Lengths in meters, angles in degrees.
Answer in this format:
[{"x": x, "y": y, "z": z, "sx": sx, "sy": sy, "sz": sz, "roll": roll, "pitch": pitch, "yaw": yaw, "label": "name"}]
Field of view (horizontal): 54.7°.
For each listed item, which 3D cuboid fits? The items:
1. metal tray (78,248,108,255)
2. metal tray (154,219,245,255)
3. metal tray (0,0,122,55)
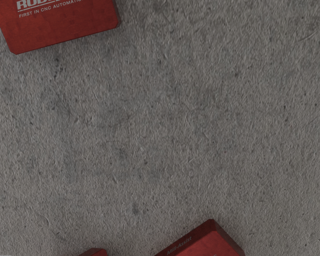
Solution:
[{"x": -0.123, "y": 0.238, "z": 0.431, "sx": 0.030, "sy": 0.131, "sz": 0.090, "roll": -17, "pitch": 89, "yaw": 42, "label": "metal tray"}, {"x": 0.058, "y": 0.212, "z": 0.486, "sx": 0.130, "sy": 0.030, "sz": 0.090, "roll": -38, "pitch": 106, "yaw": 12, "label": "metal tray"}, {"x": -0.120, "y": -0.144, "z": 0.353, "sx": 0.131, "sy": 0.030, "sz": 0.089, "roll": -14, "pitch": 110, "yaw": 5, "label": "metal tray"}]
